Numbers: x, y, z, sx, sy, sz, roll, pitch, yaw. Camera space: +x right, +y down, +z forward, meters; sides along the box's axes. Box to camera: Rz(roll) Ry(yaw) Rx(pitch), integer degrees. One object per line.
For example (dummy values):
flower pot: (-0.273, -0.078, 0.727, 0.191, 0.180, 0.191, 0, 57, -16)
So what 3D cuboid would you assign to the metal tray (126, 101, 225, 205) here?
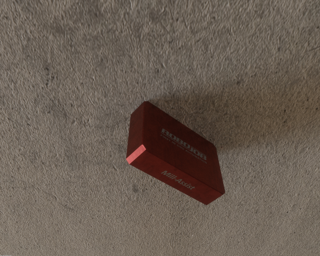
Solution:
metal tray: (0.021, 0.032, 0.393, 0.130, 0.090, 0.030, 32, 123, -25)
